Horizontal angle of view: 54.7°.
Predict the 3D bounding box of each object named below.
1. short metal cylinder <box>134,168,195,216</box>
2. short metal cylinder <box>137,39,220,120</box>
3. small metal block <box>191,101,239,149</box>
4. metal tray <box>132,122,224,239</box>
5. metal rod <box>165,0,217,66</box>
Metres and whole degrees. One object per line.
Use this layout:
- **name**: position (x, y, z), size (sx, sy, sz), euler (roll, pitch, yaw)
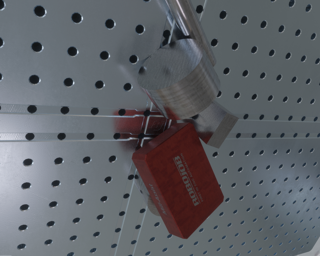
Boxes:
- **short metal cylinder**: position (0.009, 0.081, 0.451), size (0.081, 0.050, 0.079), euler (-14, 124, -21)
- **short metal cylinder**: position (0.022, -0.056, 0.353), size (0.080, 0.080, 0.050), euler (-39, 130, -2)
- **small metal block**: position (0.073, -0.008, 0.431), size (0.025, 0.050, 0.050), euler (20, 108, -36)
- **metal tray**: position (0.028, 0.069, 0.416), size (0.091, 0.030, 0.129), euler (-35, 109, -33)
- **metal rod**: position (-0.007, -0.175, 0.298), size (0.025, 0.025, 0.300), euler (-38, 129, -3)
